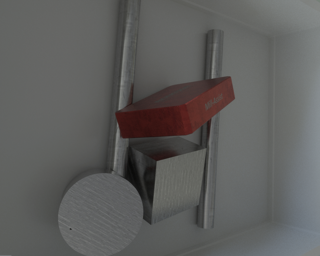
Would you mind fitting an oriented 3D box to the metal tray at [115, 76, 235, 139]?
[{"bbox_3d":[0.023,-0.027,0.364,0.131,0.090,0.030,-33,114,-51],"label":"metal tray"}]

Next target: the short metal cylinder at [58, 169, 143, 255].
[{"bbox_3d":[-0.062,0.084,0.321,0.081,0.050,0.080,1,88,-15],"label":"short metal cylinder"}]

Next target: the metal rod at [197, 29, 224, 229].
[{"bbox_3d":[0.077,0.000,0.473,0.025,0.025,0.298,6,86,-40],"label":"metal rod"}]

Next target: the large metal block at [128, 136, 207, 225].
[{"bbox_3d":[0.007,0.061,0.386,0.081,0.050,0.079,-10,112,-40],"label":"large metal block"}]

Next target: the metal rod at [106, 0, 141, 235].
[{"bbox_3d":[-0.047,-0.010,0.368,0.025,0.025,0.298,7,85,-40],"label":"metal rod"}]
